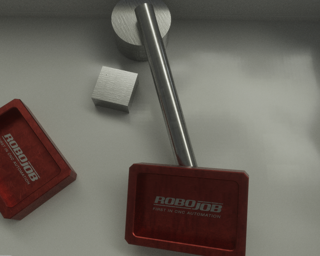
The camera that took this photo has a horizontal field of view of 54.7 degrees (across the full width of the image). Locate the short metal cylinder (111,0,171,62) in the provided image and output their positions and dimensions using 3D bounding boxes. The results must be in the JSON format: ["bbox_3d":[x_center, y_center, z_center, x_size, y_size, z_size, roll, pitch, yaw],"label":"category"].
[{"bbox_3d":[-0.026,-0.143,0.443,0.081,0.050,0.080,1,77,-2],"label":"short metal cylinder"}]

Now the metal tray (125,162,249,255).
[{"bbox_3d":[0.029,0.088,0.344,0.130,0.030,0.089,3,87,16],"label":"metal tray"}]

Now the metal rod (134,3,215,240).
[{"bbox_3d":[0.017,-0.013,0.384,0.025,0.025,0.299,-14,82,-5],"label":"metal rod"}]

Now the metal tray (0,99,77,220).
[{"bbox_3d":[-0.180,0.037,0.391,0.090,0.030,0.130,-37,75,-13],"label":"metal tray"}]

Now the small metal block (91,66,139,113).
[{"bbox_3d":[-0.061,-0.053,0.428,0.050,0.025,0.050,13,70,4],"label":"small metal block"}]
